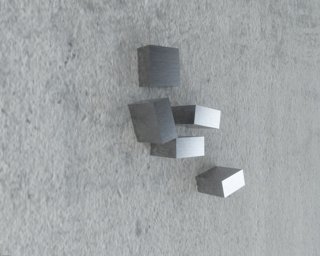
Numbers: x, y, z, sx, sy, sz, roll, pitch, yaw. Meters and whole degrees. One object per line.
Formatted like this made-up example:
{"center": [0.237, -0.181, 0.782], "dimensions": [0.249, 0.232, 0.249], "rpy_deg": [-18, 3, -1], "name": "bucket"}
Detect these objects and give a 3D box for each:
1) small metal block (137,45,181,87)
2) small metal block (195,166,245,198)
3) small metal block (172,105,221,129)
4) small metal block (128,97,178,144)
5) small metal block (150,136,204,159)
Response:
{"center": [-0.001, -0.079, 0.406], "dimensions": [0.050, 0.025, 0.050], "rpy_deg": [-5, 94, -40], "name": "small metal block"}
{"center": [0.091, 0.080, 0.468], "dimensions": [0.050, 0.050, 0.025], "rpy_deg": [-19, 102, -39], "name": "small metal block"}
{"center": [0.048, -0.015, 0.431], "dimensions": [0.050, 0.050, 0.025], "rpy_deg": [9, 84, -40], "name": "small metal block"}
{"center": [-0.009, -0.009, 0.383], "dimensions": [0.025, 0.050, 0.050], "rpy_deg": [-22, 104, -38], "name": "small metal block"}
{"center": [0.023, 0.024, 0.410], "dimensions": [0.050, 0.050, 0.025], "rpy_deg": [-1, 91, -40], "name": "small metal block"}
